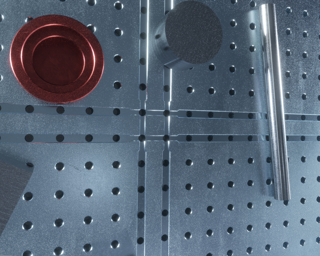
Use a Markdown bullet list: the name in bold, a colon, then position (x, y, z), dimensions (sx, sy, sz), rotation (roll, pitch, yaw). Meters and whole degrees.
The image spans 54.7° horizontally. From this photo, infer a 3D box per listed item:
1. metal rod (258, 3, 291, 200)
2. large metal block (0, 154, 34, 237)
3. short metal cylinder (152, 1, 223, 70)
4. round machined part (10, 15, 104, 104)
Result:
- **metal rod**: position (0.178, -0.038, 0.480), dimensions (0.025, 0.025, 0.298), rotation (-6, 92, -20)
- **large metal block**: position (-0.192, 0.066, 0.329), dimensions (0.080, 0.050, 0.080), rotation (27, 81, -19)
- **short metal cylinder**: position (0.035, -0.121, 0.413), dimensions (0.081, 0.050, 0.079), rotation (0, 90, -21)
- **round machined part**: position (-0.118, -0.076, 0.360), dimensions (0.099, 0.042, 0.097), rotation (0, 90, -21)
